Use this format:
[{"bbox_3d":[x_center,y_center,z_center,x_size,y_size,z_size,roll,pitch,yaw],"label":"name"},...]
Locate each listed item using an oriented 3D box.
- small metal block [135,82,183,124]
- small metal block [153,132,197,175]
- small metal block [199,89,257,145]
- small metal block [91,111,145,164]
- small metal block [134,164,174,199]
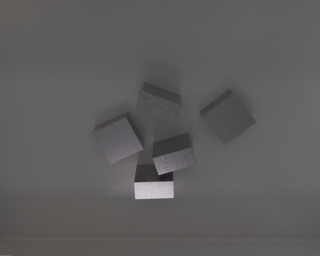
[{"bbox_3d":[-0.001,-0.032,0.386,0.050,0.050,0.025,20,109,-7],"label":"small metal block"},{"bbox_3d":[0.019,0.033,0.410,0.050,0.050,0.025,-17,109,6],"label":"small metal block"},{"bbox_3d":[0.088,-0.015,0.406,0.050,0.025,0.050,-38,106,13],"label":"small metal block"},{"bbox_3d":[-0.055,0.013,0.416,0.050,0.025,0.050,-24,109,8],"label":"small metal block"},{"bbox_3d":[-0.008,0.072,0.424,0.050,0.050,0.025,-2,110,0],"label":"small metal block"}]
